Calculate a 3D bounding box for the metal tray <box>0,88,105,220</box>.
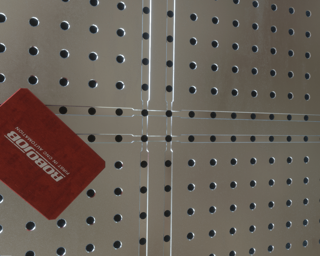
[{"bbox_3d":[-0.140,0.030,0.358,0.130,0.030,0.090,46,76,-14],"label":"metal tray"}]
